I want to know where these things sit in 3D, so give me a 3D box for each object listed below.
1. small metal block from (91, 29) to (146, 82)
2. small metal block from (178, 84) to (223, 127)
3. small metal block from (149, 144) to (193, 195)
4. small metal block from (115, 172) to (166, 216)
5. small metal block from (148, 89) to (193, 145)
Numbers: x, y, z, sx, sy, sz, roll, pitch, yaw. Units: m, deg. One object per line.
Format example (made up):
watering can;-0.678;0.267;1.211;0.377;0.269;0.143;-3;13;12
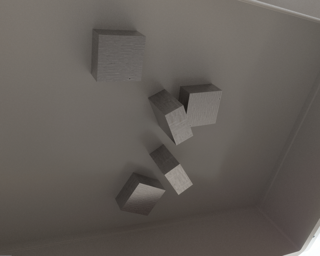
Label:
small metal block;-0.046;-0.078;0.336;0.050;0.025;0.050;-6;121;-26
small metal block;0.052;-0.031;0.420;0.050;0.025;0.050;-8;122;-25
small metal block;0.016;0.059;0.439;0.025;0.050;0.050;-36;129;-5
small metal block;-0.029;0.098;0.455;0.050;0.025;0.050;25;105;-37
small metal block;0.013;-0.014;0.393;0.025;0.050;0.050;-30;129;-10
